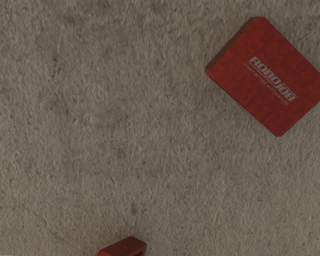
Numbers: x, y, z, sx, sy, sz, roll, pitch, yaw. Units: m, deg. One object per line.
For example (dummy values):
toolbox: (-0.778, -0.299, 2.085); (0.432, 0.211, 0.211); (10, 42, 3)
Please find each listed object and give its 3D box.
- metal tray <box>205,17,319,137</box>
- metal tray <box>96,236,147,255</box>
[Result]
metal tray: (0.133, -0.062, 0.386); (0.130, 0.030, 0.090); (39, 105, -14)
metal tray: (-0.067, 0.229, 0.438); (0.030, 0.090, 0.129); (17, 91, 25)
